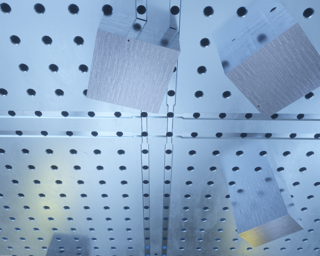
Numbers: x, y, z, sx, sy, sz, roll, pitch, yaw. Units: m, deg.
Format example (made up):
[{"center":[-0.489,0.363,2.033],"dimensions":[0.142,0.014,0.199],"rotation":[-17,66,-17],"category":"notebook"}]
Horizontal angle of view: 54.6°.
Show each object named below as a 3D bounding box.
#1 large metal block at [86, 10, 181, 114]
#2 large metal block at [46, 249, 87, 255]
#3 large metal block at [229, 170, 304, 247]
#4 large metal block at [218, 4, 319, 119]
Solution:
[{"center":[-0.030,-0.069,0.336],"dimensions":[0.080,0.050,0.079],"rotation":[12,129,-11],"category":"large metal block"},{"center":[-0.198,0.300,0.649],"dimensions":[0.080,0.050,0.079],"rotation":[7,130,-6],"category":"large metal block"},{"center":[0.162,0.126,0.484],"dimensions":[0.080,0.080,0.050],"rotation":[-33,123,25],"category":"large metal block"},{"center":[0.123,-0.069,0.337],"dimensions":[0.080,0.050,0.080],"rotation":[-35,122,26],"category":"large metal block"}]
